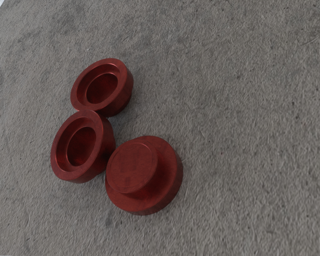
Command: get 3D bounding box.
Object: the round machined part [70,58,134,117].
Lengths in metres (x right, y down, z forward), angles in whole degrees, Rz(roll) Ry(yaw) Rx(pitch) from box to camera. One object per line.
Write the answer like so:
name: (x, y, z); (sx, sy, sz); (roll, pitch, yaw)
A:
round machined part: (-0.083, -0.055, 0.470); (0.098, 0.042, 0.098); (-13, 56, 21)

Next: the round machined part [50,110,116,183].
round machined part: (-0.099, 0.028, 0.421); (0.098, 0.042, 0.098); (-16, 61, 30)

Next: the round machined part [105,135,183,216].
round machined part: (-0.025, 0.052, 0.375); (0.098, 0.042, 0.098); (-13, 56, 21)
